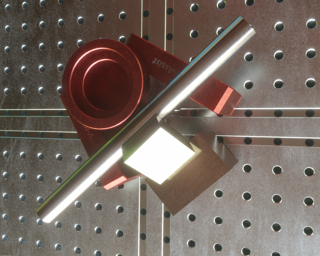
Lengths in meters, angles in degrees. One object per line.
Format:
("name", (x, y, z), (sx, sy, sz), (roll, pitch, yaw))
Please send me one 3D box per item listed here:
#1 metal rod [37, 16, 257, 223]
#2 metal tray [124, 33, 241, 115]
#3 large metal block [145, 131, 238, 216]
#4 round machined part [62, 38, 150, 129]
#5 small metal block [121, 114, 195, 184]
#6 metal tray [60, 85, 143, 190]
("metal rod", (-0.026, 0.003, 0.325), (0.299, 0.025, 0.025), (-42, 77, 14))
("metal tray", (0.028, -0.061, 0.367), (0.130, 0.090, 0.030), (33, 102, 16))
("large metal block", (0.041, 0.050, 0.365), (0.080, 0.080, 0.050), (-43, 77, 15))
("round machined part", (-0.056, -0.047, 0.349), (0.098, 0.042, 0.097), (0, 90, 19))
("small metal block", (-0.002, 0.022, 0.312), (0.050, 0.050, 0.025), (-44, 32, 14))
("metal tray", (-0.065, 0.008, 0.399), (0.030, 0.090, 0.130), (-31, 80, 17))
